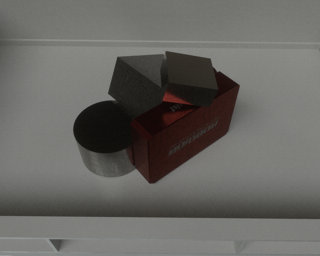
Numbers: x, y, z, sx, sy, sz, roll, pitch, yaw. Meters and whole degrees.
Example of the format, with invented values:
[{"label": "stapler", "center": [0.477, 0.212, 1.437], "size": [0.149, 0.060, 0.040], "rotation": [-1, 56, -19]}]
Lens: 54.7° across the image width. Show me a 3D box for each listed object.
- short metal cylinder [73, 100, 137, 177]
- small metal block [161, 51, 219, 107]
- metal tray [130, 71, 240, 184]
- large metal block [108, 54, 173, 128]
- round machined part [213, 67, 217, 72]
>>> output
[{"label": "short metal cylinder", "center": [-0.059, 0.012, 0.375], "size": [0.081, 0.050, 0.080], "rotation": [0, 50, 0]}, {"label": "small metal block", "center": [0.029, -0.051, 0.322], "size": [0.050, 0.025, 0.050], "rotation": [7, 48, -12]}, {"label": "metal tray", "center": [0.030, 0.000, 0.361], "size": [0.131, 0.089, 0.030], "rotation": [-31, 56, -24]}, {"label": "large metal block", "center": [-0.003, -0.049, 0.382], "size": [0.080, 0.050, 0.081], "rotation": [39, 35, 27]}, {"label": "round machined part", "center": [0.047, -0.060, 0.443], "size": [0.099, 0.042, 0.098], "rotation": [0, 50, 0]}]
